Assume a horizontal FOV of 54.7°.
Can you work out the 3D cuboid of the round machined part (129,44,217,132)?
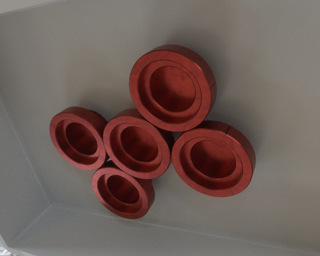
[{"bbox_3d":[0.018,-0.048,0.356,0.098,0.042,0.097,13,124,21],"label":"round machined part"}]

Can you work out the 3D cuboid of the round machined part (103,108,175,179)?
[{"bbox_3d":[-0.023,0.017,0.416,0.098,0.042,0.097,13,124,21],"label":"round machined part"}]

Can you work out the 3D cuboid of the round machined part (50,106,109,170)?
[{"bbox_3d":[-0.111,0.011,0.460,0.098,0.042,0.097,13,124,21],"label":"round machined part"}]

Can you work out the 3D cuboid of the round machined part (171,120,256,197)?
[{"bbox_3d":[0.067,0.033,0.379,0.098,0.042,0.097,13,124,21],"label":"round machined part"}]

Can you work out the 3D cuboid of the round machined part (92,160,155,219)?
[{"bbox_3d":[-0.052,0.088,0.476,0.098,0.042,0.097,13,124,21],"label":"round machined part"}]
